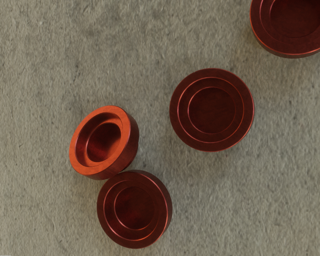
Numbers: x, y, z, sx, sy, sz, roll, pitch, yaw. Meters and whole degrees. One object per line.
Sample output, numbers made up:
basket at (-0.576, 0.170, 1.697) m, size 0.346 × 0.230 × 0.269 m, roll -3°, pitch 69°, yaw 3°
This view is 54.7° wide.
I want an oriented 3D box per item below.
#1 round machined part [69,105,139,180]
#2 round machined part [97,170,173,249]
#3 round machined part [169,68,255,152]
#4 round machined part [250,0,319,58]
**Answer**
round machined part at (-0.068, 0.022, 0.409) m, size 0.098 × 0.042 × 0.098 m, roll -15°, pitch 56°, yaw 25°
round machined part at (-0.030, 0.104, 0.410) m, size 0.098 × 0.042 × 0.097 m, roll 0°, pitch 90°, yaw 19°
round machined part at (0.064, -0.021, 0.377) m, size 0.098 × 0.042 × 0.097 m, roll 0°, pitch 90°, yaw 19°
round machined part at (0.153, -0.126, 0.346) m, size 0.098 × 0.042 × 0.097 m, roll 0°, pitch 90°, yaw 19°
